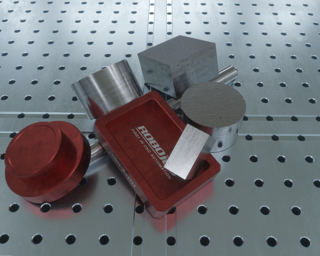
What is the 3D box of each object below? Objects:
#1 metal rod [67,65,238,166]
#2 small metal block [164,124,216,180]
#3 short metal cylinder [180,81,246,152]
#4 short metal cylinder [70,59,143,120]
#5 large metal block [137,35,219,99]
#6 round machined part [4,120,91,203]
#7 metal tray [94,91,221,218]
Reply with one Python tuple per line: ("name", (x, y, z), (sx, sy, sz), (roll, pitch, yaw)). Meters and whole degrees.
("metal rod", (-0.008, -0.014, 0.421), (0.302, 0.025, 0.025), (-31, 57, -23))
("small metal block", (0.034, 0.027, 0.331), (0.025, 0.050, 0.050), (29, 91, 20))
("short metal cylinder", (0.066, -0.015, 0.404), (0.081, 0.050, 0.080), (0, 50, 0))
("short metal cylinder", (-0.069, -0.051, 0.407), (0.080, 0.050, 0.080), (-24, 12, 6))
("large metal block", (0.027, -0.093, 0.455), (0.081, 0.050, 0.080), (-30, 37, -23))
("round machined part", (-0.133, 0.031, 0.352), (0.098, 0.042, 0.098), (-8, 55, 13))
("metal tray", (-0.005, 0.026, 0.364), (0.091, 0.030, 0.130), (-31, 69, -23))
